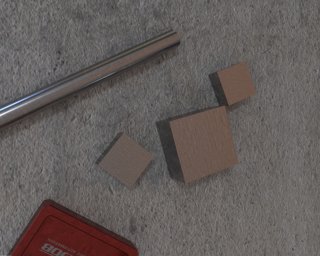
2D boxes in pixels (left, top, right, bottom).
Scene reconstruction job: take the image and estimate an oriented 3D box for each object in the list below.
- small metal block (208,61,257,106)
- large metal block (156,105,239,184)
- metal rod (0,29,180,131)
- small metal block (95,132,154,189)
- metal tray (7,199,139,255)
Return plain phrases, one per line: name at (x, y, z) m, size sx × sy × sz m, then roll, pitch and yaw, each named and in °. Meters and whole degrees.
small metal block at (0.105, -0.064, 0.449) m, size 0.050 × 0.025 × 0.050 m, roll -23°, pitch 98°, yaw -19°
large metal block at (0.049, 0.020, 0.415) m, size 0.081 × 0.050 × 0.080 m, roll -17°, pitch 96°, yaw -20°
metal rod at (-0.105, -0.050, 0.370) m, size 0.302 × 0.025 × 0.025 m, roll -29°, pitch 100°, yaw -18°
small metal block at (-0.045, 0.040, 0.393) m, size 0.050 × 0.025 × 0.050 m, roll 41°, pitch 77°, yaw -16°
metal tray at (-0.103, 0.155, 0.368) m, size 0.130 × 0.030 × 0.090 m, roll 34°, pitch 79°, yaw -17°
